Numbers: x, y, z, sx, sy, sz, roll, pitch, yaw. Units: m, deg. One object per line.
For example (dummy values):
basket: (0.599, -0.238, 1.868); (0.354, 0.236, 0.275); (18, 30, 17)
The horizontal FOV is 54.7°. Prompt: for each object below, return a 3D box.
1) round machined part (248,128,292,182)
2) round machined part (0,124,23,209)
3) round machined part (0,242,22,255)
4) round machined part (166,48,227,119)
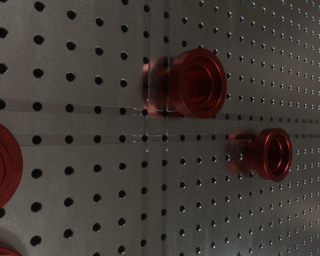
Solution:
round machined part: (0.199, 0.048, 0.569); (0.099, 0.042, 0.097); (0, 90, -40)
round machined part: (-0.166, 0.035, 0.260); (0.099, 0.042, 0.097); (0, 90, -40)
round machined part: (-0.158, 0.153, 0.267); (0.099, 0.042, 0.097); (0, 90, -40)
round machined part: (0.048, -0.061, 0.440); (0.099, 0.042, 0.097); (0, 90, -40)
